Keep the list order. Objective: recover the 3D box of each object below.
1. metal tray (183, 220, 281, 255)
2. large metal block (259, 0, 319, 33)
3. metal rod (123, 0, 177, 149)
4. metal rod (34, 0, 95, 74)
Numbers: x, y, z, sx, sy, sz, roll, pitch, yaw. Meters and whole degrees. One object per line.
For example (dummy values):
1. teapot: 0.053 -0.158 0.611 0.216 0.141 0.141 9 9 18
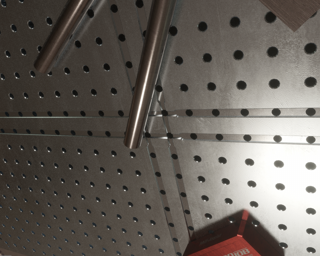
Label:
1. metal tray: 0.108 0.201 0.474 0.090 0.030 0.129 45 129 -4
2. large metal block: 0.112 -0.140 0.249 0.080 0.050 0.080 42 129 -1
3. metal rod: -0.007 -0.094 0.355 0.025 0.025 0.298 25 127 12
4. metal rod: -0.078 -0.163 0.349 0.025 0.025 0.299 46 129 -5
